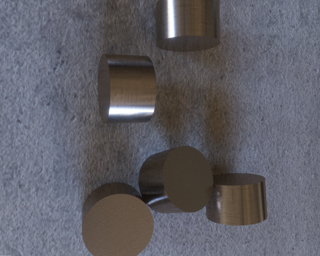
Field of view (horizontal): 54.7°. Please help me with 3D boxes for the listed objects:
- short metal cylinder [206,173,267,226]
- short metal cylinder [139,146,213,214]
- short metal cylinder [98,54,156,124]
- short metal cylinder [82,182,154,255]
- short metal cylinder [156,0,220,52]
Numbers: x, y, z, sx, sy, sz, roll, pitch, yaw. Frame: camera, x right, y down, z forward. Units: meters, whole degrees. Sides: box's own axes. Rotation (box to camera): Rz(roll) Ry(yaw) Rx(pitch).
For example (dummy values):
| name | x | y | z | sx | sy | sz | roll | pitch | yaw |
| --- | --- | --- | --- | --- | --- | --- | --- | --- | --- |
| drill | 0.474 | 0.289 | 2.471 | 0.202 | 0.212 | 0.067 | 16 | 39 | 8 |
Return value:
| name | x | y | z | sx | sy | sz | roll | pitch | yaw |
| --- | --- | --- | --- | --- | --- | --- | --- | --- | --- |
| short metal cylinder | 0.102 | 0.093 | 0.419 | 0.081 | 0.080 | 0.050 | -5 | 92 | -20 |
| short metal cylinder | 0.020 | 0.066 | 0.391 | 0.081 | 0.050 | 0.080 | 13 | 69 | -35 |
| short metal cylinder | -0.041 | -0.046 | 0.365 | 0.050 | 0.080 | 0.079 | -2 | 91 | -20 |
| short metal cylinder | -0.052 | 0.111 | 0.372 | 0.081 | 0.050 | 0.079 | -1 | 95 | -14 |
| short metal cylinder | 0.035 | -0.131 | 0.394 | 0.081 | 0.080 | 0.050 | -1 | 91 | -20 |
